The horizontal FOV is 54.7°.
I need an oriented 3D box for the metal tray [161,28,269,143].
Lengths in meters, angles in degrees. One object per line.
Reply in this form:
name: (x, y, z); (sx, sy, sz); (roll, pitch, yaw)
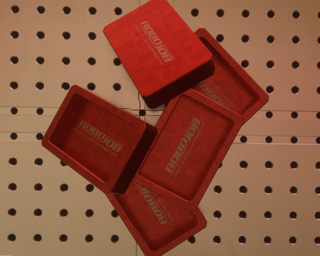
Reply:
metal tray: (0.066, -0.054, 0.411); (0.090, 0.030, 0.130); (-43, 91, 0)

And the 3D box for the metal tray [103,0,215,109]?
metal tray: (-0.005, -0.096, 0.380); (0.090, 0.030, 0.130); (-30, 60, -1)

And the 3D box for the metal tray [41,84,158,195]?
metal tray: (-0.078, 0.011, 0.379); (0.130, 0.030, 0.090); (28, 90, 30)

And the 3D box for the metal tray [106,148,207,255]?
metal tray: (-0.010, 0.095, 0.410); (0.090, 0.030, 0.130); (-33, 90, -1)

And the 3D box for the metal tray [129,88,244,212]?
metal tray: (0.031, 0.024, 0.381); (0.090, 0.030, 0.130); (29, 90, -1)
